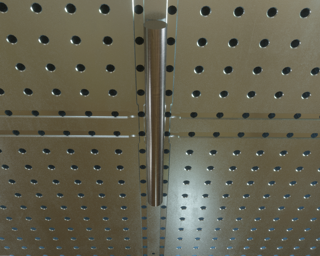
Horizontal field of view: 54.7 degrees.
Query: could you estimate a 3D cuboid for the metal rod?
[{"bbox_3d":[-0.006,0.006,0.417,0.025,0.025,0.298,0,130,-1],"label":"metal rod"}]
